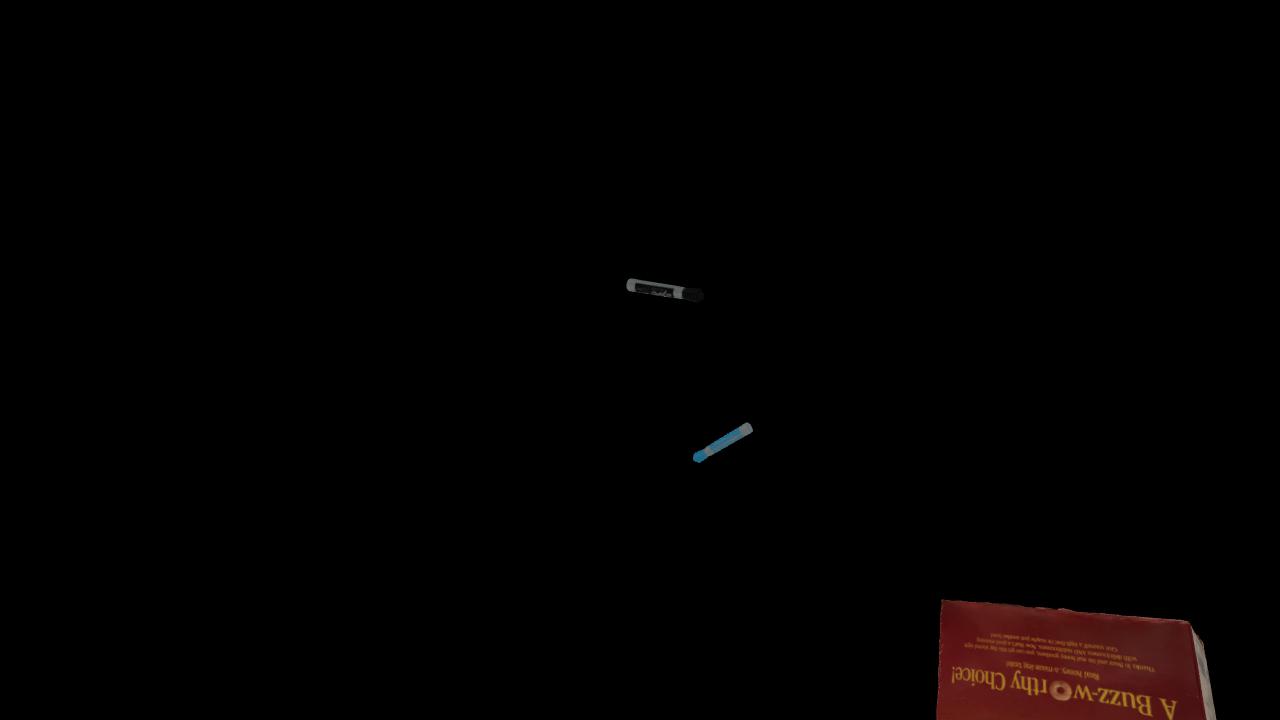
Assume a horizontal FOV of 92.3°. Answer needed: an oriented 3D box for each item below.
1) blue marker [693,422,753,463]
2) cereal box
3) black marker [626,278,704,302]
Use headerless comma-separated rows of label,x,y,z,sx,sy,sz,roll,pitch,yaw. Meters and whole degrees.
blue marker,0.137,0.141,1.037,0.121,0.020,0.020,-37,-20,29
cereal box,0.360,0.371,0.514,0.203,0.306,0.081,-15,-45,44
black marker,0.035,-0.097,0.858,0.121,0.020,0.020,13,7,33
